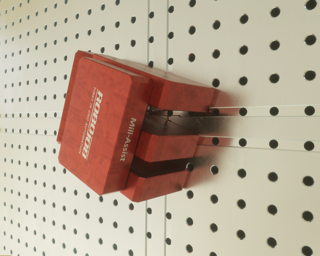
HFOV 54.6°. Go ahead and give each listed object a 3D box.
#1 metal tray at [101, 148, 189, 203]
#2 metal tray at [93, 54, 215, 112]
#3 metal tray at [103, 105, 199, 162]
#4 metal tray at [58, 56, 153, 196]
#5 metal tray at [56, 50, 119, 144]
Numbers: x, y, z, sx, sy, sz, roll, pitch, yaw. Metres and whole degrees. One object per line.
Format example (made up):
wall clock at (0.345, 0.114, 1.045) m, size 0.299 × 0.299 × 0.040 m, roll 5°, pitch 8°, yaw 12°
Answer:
metal tray at (-0.041, 0.044, 0.401) m, size 0.130 × 0.091 × 0.030 m, roll 27°, pitch 107°, yaw 36°
metal tray at (-0.012, -0.055, 0.376) m, size 0.130 × 0.091 × 0.030 m, roll 27°, pitch 107°, yaw 37°
metal tray at (-0.028, 0.000, 0.390) m, size 0.130 × 0.091 × 0.030 m, roll 25°, pitch 105°, yaw 36°
metal tray at (-0.064, -0.004, 0.342) m, size 0.090 × 0.030 × 0.129 m, roll 26°, pitch 107°, yaw 37°
metal tray at (-0.096, -0.040, 0.444) m, size 0.030 × 0.090 × 0.129 m, roll 20°, pitch 104°, yaw 16°
